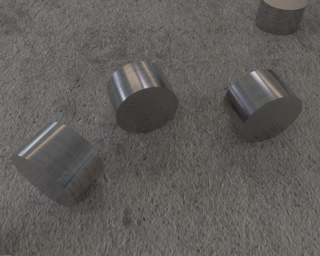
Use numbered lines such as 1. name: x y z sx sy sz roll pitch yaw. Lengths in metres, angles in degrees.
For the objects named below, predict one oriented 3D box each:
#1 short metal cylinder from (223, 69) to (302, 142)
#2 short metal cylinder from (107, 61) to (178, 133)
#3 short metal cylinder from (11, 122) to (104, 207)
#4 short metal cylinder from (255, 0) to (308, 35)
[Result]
1. short metal cylinder: 0.128 -0.027 0.391 0.081 0.080 0.050 -14 52 -12
2. short metal cylinder: -0.023 -0.038 0.399 0.081 0.080 0.050 -15 52 -12
3. short metal cylinder: -0.109 0.040 0.333 0.080 0.080 0.050 24 54 19
4. short metal cylinder: 0.221 -0.215 0.569 0.080 0.050 0.080 0 50 0
